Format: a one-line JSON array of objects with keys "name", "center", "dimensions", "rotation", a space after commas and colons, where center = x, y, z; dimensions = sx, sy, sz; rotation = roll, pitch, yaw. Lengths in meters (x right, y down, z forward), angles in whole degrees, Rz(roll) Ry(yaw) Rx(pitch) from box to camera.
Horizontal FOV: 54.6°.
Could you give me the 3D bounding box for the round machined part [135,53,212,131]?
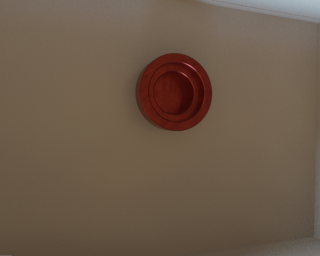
[{"name": "round machined part", "center": [0.015, -0.045, 0.407], "dimensions": [0.099, 0.042, 0.097], "rotation": [0, 90, -20]}]
